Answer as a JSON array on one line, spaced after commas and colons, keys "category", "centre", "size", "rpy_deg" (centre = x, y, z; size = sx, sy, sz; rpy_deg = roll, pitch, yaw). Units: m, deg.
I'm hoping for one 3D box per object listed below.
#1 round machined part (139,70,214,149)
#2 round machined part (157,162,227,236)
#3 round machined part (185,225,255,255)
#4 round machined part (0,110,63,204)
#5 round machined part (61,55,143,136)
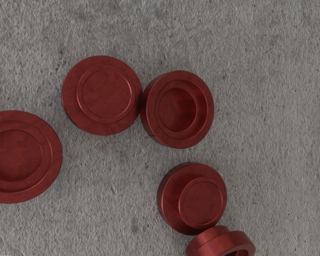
[{"category": "round machined part", "centre": [0.018, -0.023, 0.402], "size": [0.099, 0.042, 0.097], "rpy_deg": [-1, 93, -27]}, {"category": "round machined part", "centre": [0.049, 0.097, 0.418], "size": [0.099, 0.042, 0.097], "rpy_deg": [0, 90, -20]}, {"category": "round machined part", "centre": [0.073, 0.168, 0.411], "size": [0.099, 0.042, 0.097], "rpy_deg": [-17, 133, -19]}, {"category": "round machined part", "centre": [-0.160, 0.030, 0.341], "size": [0.099, 0.042, 0.097], "rpy_deg": [0, 90, -20]}, {"category": "round machined part", "centre": [-0.067, -0.039, 0.375], "size": [0.099, 0.042, 0.097], "rpy_deg": [0, 90, -20]}]
